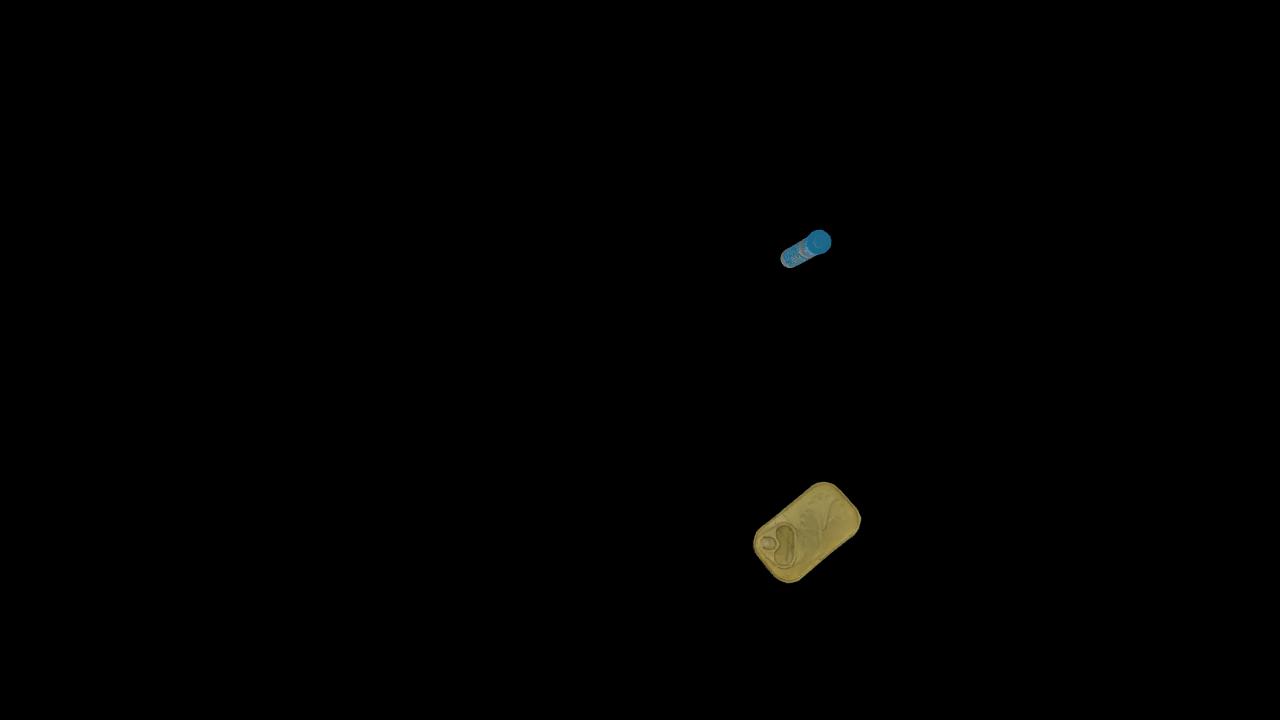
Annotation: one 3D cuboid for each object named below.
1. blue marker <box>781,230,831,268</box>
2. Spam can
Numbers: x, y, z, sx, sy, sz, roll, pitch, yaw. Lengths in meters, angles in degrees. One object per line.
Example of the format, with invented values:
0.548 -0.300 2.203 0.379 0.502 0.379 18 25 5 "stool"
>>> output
0.140 -0.093 0.525 0.020 0.020 0.121 0 3 3 "blue marker"
0.162 0.173 0.615 0.101 0.058 0.085 -37 -20 -3 "Spam can"
